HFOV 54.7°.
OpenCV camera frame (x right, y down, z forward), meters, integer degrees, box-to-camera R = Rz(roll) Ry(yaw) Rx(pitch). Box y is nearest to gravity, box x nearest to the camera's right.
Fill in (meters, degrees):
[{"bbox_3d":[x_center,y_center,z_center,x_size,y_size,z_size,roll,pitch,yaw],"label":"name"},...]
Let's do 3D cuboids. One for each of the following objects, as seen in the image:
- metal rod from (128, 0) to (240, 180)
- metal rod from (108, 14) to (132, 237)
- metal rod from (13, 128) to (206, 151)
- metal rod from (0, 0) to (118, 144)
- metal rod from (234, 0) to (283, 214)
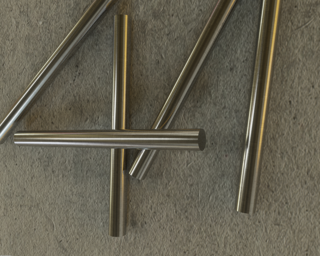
[{"bbox_3d":[0.037,-0.067,0.395,0.025,0.025,0.298,31,100,17],"label":"metal rod"},{"bbox_3d":[-0.055,-0.003,0.427,0.025,0.025,0.298,2,91,19],"label":"metal rod"},{"bbox_3d":[-0.086,0.015,0.413,0.300,0.025,0.025,-1,90,28],"label":"metal rod"},{"bbox_3d":[-0.163,-0.088,0.464,0.299,0.025,0.025,-46,76,13],"label":"metal rod"},{"bbox_3d":[0.119,-0.049,0.366,0.025,0.025,0.298,7,92,19],"label":"metal rod"}]
